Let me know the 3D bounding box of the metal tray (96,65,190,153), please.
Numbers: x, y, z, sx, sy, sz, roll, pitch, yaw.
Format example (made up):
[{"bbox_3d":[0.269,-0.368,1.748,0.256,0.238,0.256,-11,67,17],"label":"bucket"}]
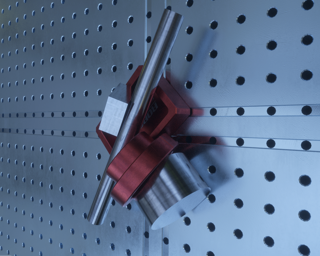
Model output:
[{"bbox_3d":[-0.029,-0.009,0.427,0.129,0.030,0.090,-50,61,28],"label":"metal tray"}]

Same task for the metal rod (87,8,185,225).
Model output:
[{"bbox_3d":[-0.038,-0.001,0.399,0.025,0.025,0.298,35,111,34],"label":"metal rod"}]

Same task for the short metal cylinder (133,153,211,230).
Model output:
[{"bbox_3d":[0.011,0.074,0.361,0.080,0.081,0.050,-51,61,28],"label":"short metal cylinder"}]

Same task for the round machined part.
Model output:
[{"bbox_3d":[-0.025,0.042,0.367,0.042,0.098,0.097,41,116,8],"label":"round machined part"}]

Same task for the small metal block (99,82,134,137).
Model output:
[{"bbox_3d":[-0.054,-0.025,0.407,0.025,0.050,0.050,22,119,-1],"label":"small metal block"}]
